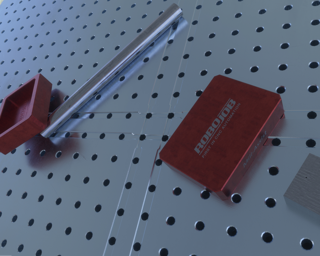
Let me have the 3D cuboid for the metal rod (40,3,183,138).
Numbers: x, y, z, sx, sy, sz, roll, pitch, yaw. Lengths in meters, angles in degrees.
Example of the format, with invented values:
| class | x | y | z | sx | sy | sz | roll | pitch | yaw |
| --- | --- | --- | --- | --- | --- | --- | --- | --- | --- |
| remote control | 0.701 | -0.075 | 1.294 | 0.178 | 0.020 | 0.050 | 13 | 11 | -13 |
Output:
| class | x | y | z | sx | sy | sz | roll | pitch | yaw |
| --- | --- | --- | --- | --- | --- | --- | --- | --- | --- |
| metal rod | -0.081 | -0.094 | 0.506 | 0.300 | 0.025 | 0.025 | -43 | 51 | -2 |

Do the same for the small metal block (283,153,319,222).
| class | x | y | z | sx | sy | sz | roll | pitch | yaw |
| --- | --- | --- | --- | --- | --- | --- | --- | --- | --- |
| small metal block | 0.154 | 0.059 | 0.291 | 0.050 | 0.025 | 0.050 | 28 | 77 | 37 |

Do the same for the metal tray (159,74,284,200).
| class | x | y | z | sx | sy | sz | roll | pitch | yaw |
| --- | --- | --- | --- | --- | --- | --- | --- | --- | --- |
| metal tray | 0.071 | 0.006 | 0.363 | 0.090 | 0.030 | 0.130 | 28 | 77 | 37 |

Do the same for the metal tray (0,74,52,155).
| class | x | y | z | sx | sy | sz | roll | pitch | yaw |
| --- | --- | --- | --- | --- | --- | --- | --- | --- | --- |
| metal tray | -0.230 | -0.027 | 0.519 | 0.090 | 0.030 | 0.130 | -31 | 40 | 13 |
